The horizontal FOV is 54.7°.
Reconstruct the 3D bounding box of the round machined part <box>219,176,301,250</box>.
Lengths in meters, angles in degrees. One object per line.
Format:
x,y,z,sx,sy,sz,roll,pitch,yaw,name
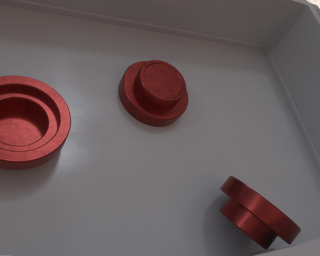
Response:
0.110,0.104,0.367,0.098,0.098,0.042,39,87,-2,round machined part

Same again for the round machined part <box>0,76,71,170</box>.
-0.146,-0.002,0.317,0.099,0.042,0.098,14,56,-21,round machined part

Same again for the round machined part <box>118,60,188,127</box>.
-0.004,-0.054,0.426,0.099,0.042,0.098,14,56,-21,round machined part
